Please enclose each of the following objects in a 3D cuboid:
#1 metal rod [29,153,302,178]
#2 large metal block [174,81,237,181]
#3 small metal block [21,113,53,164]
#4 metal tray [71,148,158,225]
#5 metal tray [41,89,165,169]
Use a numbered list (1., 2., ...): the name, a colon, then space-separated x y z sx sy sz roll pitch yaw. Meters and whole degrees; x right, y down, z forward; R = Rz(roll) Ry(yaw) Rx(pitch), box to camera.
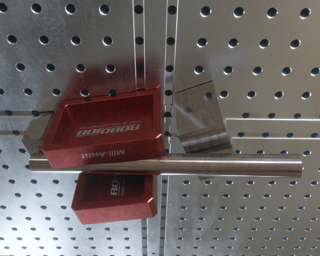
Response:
1. metal rod: -0.005 0.041 0.347 0.301 0.025 0.025 -1 131 12
2. large metal block: 0.057 0.003 0.378 0.050 0.080 0.080 -18 128 14
3. small metal block: -0.151 0.016 0.406 0.025 0.050 0.050 -6 130 5
4. metal tray: -0.050 0.052 0.386 0.090 0.130 0.030 -7 130 5
5. metal tray: -0.061 -0.001 0.366 0.131 0.090 0.030 -7 131 5
